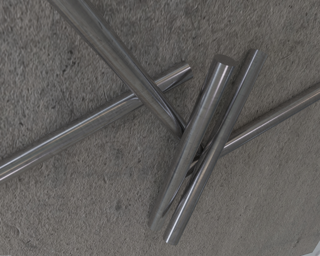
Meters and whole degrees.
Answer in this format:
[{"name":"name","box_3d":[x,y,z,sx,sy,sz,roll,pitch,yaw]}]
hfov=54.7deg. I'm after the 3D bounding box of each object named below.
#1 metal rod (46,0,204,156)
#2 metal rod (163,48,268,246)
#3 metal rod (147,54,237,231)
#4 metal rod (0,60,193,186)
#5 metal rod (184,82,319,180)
[{"name":"metal rod","box_3d":[-0.012,-0.038,0.337,0.025,0.025,0.300,-43,141,1]},{"name":"metal rod","box_3d":[0.075,0.033,0.440,0.025,0.025,0.298,17,101,-35]},{"name":"metal rod","box_3d":[0.030,0.042,0.409,0.025,0.025,0.298,-4,132,-27]},{"name":"metal rod","box_3d":[-0.095,0.003,0.356,0.301,0.025,0.025,-30,129,-9]},{"name":"metal rod","box_3d":[0.150,0.002,0.489,0.302,0.025,0.025,-29,128,-10]}]
